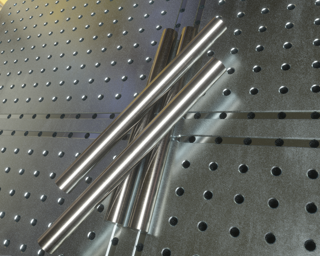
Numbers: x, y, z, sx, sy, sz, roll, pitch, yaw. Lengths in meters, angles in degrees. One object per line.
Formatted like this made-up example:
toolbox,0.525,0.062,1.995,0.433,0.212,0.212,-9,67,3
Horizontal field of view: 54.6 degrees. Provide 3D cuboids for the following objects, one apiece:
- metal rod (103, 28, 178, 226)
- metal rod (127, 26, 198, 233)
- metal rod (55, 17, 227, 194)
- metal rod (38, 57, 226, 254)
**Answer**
metal rod,-0.020,-0.018,0.431,0.025,0.025,0.300,1,62,29
metal rod,0.010,-0.016,0.414,0.025,0.025,0.300,1,62,29
metal rod,-0.022,-0.033,0.410,0.300,0.025,0.025,-46,51,-5
metal rod,-0.030,0.029,0.375,0.300,0.025,0.025,-46,51,-5
